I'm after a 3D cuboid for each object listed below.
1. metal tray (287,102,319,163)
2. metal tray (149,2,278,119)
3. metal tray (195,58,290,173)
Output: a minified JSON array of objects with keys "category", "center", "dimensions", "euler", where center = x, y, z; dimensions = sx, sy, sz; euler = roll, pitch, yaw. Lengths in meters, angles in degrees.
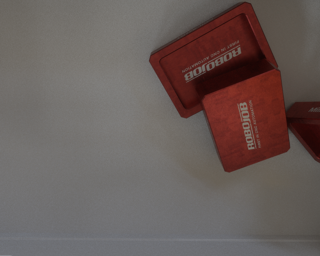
[{"category":"metal tray","center":[0.217,0.011,0.360],"dimensions":[0.030,0.130,0.090],"euler":[-47,105,-10]},{"category":"metal tray","center":[0.064,-0.081,0.379],"dimensions":[0.130,0.030,0.090],"euler":[-28,108,9]},{"category":"metal tray","center":[0.106,-0.010,0.384],"dimensions":[0.090,0.030,0.130],"euler":[-21,126,5]}]
